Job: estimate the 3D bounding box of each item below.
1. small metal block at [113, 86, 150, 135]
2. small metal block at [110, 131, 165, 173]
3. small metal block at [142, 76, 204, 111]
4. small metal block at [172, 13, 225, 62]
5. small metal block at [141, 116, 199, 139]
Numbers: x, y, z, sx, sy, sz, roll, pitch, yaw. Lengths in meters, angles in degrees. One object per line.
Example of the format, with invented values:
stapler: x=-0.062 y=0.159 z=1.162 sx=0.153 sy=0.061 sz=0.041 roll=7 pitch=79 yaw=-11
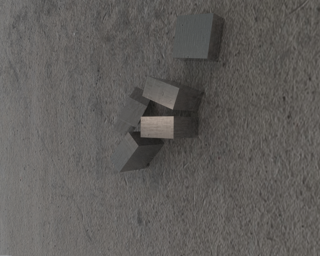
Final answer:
small metal block: x=-0.036 y=-0.022 z=0.415 sx=0.025 sy=0.050 sz=0.050 roll=28 pitch=113 yaw=-6
small metal block: x=-0.030 y=0.031 z=0.414 sx=0.025 sy=0.050 sz=0.050 roll=51 pitch=120 yaw=27
small metal block: x=0.016 y=-0.041 z=0.375 sx=0.050 sy=0.050 sz=0.025 roll=27 pitch=107 yaw=37
small metal block: x=0.045 y=-0.106 z=0.368 sx=0.050 sy=0.025 sz=0.050 roll=12 pitch=98 yaw=39
small metal block: x=0.012 y=-0.001 z=0.379 sx=0.050 sy=0.050 sz=0.025 roll=1 pitch=91 yaw=40
